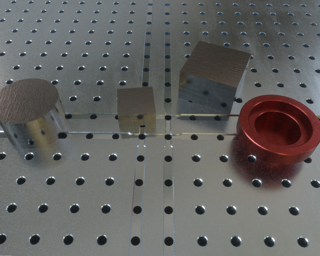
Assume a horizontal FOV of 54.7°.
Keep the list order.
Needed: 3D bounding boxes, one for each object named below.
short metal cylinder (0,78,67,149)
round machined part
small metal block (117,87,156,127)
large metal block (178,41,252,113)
[{"bbox_3d":[-0.168,-0.020,0.406,0.081,0.050,0.080,0,50,0],"label":"short metal cylinder"},{"bbox_3d":[0.147,0.006,0.393,0.099,0.042,0.098,0,50,0],"label":"round machined part"},{"bbox_3d":[-0.033,-0.030,0.433,0.050,0.025,0.050,-4,50,-4],"label":"small metal block"},{"bbox_3d":[0.080,-0.077,0.457,0.080,0.050,0.080,19,52,15],"label":"large metal block"}]
